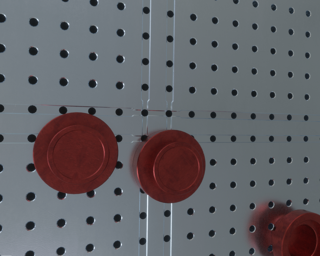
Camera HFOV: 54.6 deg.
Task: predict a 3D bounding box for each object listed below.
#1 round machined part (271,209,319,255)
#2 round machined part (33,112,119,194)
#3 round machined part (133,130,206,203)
[{"bbox_3d":[0.214,0.175,0.482,0.099,0.042,0.097,0,90,-20],"label":"round machined part"},{"bbox_3d":[-0.098,0.030,0.368,0.099,0.042,0.097,0,90,-20],"label":"round machined part"},{"bbox_3d":[0.017,0.051,0.410,0.099,0.042,0.097,0,90,-20],"label":"round machined part"}]
